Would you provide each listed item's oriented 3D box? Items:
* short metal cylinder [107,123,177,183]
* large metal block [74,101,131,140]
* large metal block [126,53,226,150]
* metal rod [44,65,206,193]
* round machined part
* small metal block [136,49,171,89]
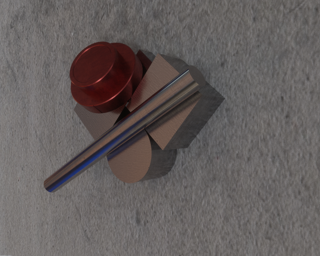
[{"bbox_3d":[-0.025,0.029,0.408,0.080,0.050,0.079,0,90,39],"label":"short metal cylinder"},{"bbox_3d":[-0.068,-0.030,0.443,0.080,0.050,0.080,50,119,28],"label":"large metal block"},{"bbox_3d":[0.017,-0.031,0.375,0.080,0.050,0.080,49,119,28],"label":"large metal block"},{"bbox_3d":[-0.065,0.018,0.392,0.299,0.025,0.025,-34,69,34],"label":"metal rod"},{"bbox_3d":[-0.075,-0.071,0.398,0.098,0.042,0.098,-12,60,21],"label":"round machined part"},{"bbox_3d":[-0.018,-0.069,0.418,0.050,0.025,0.050,50,119,28],"label":"small metal block"}]
